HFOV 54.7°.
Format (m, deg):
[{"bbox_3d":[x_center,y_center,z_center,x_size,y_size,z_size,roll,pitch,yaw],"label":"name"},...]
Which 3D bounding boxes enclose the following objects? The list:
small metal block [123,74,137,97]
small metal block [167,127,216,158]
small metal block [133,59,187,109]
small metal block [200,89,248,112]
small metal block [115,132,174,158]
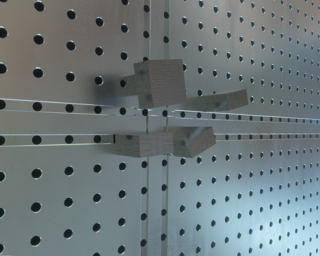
[{"bbox_3d":[-0.010,-0.054,0.386,0.050,0.050,0.025,-8,95,-40],"label":"small metal block"},{"bbox_3d":[0.040,0.018,0.429,0.050,0.050,0.025,-26,107,-37],"label":"small metal block"},{"bbox_3d":[0.001,-0.050,0.347,0.050,0.025,0.050,-12,98,-40],"label":"small metal block"},{"bbox_3d":[0.099,-0.043,0.479,0.050,0.050,0.025,-16,101,-39],"label":"small metal block"},{"bbox_3d":[-0.019,0.019,0.379,0.050,0.050,0.025,-5,93,-40],"label":"small metal block"}]
